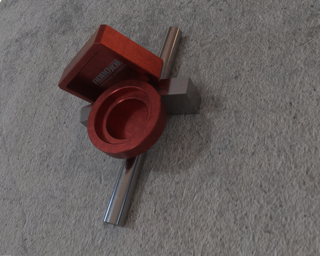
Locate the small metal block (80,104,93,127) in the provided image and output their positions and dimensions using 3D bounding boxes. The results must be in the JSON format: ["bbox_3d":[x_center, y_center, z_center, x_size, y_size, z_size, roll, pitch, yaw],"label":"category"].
[{"bbox_3d":[-0.075,-0.013,0.435,0.050,0.050,0.025,-18,55,18],"label":"small metal block"}]

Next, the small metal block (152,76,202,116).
[{"bbox_3d":[0.021,-0.040,0.401,0.050,0.050,0.025,-1,61,27],"label":"small metal block"}]

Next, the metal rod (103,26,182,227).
[{"bbox_3d":[-0.016,-0.018,0.424,0.025,0.025,0.300,2,63,29],"label":"metal rod"}]

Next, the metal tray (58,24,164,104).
[{"bbox_3d":[-0.069,-0.071,0.412,0.130,0.090,0.030,-26,45,50],"label":"metal tray"}]

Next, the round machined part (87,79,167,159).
[{"bbox_3d":[-0.036,-0.008,0.381,0.098,0.042,0.098,-11,61,20],"label":"round machined part"}]
